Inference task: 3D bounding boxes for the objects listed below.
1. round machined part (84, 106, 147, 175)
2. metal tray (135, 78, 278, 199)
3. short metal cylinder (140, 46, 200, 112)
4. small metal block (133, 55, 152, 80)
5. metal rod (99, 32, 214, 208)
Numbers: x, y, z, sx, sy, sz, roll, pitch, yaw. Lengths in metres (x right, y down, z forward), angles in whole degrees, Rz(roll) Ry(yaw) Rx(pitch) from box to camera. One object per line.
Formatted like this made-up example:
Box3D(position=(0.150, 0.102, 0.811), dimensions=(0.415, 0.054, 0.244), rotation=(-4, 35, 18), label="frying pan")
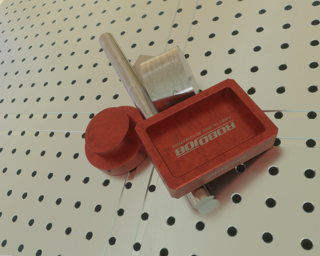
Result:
Box3D(position=(-0.062, 0.010, 0.421), dimensions=(0.098, 0.042, 0.098), rotation=(-13, 56, 20), label="round machined part")
Box3D(position=(0.050, 0.008, 0.346), dimensions=(0.131, 0.030, 0.090), rotation=(-27, 59, -9), label="metal tray")
Box3D(position=(0.016, -0.058, 0.399), dimensions=(0.050, 0.080, 0.080), rotation=(-23, 54, 14), label="short metal cylinder")
Box3D(position=(-0.016, -0.081, 0.465), dimensions=(0.050, 0.025, 0.050), rotation=(14, 69, 33), label="small metal block")
Box3D(position=(-0.019, -0.030, 0.413), dimensions=(0.025, 0.025, 0.299), rotation=(-34, 59, 5), label="metal rod")
